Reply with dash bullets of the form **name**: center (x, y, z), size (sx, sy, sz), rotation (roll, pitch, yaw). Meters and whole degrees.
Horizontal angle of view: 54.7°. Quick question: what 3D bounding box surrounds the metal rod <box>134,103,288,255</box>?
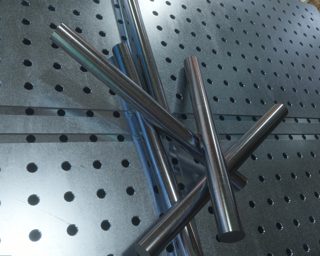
- **metal rod**: center (0.083, 0.047, 0.385), size (0.302, 0.025, 0.025), rotation (-36, 83, -35)

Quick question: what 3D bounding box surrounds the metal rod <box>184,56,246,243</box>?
- **metal rod**: center (0.059, -0.002, 0.397), size (0.025, 0.025, 0.300), rotation (17, 41, -19)

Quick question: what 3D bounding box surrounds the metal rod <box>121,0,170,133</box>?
- **metal rod**: center (-0.029, -0.130, 0.473), size (0.025, 0.025, 0.299), rotation (-1, 62, -29)

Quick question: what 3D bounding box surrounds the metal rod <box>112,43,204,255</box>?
- **metal rod**: center (-0.010, 0.016, 0.394), size (0.025, 0.025, 0.299), rotation (-6, 65, -31)

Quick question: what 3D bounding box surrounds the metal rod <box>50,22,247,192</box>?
- **metal rod**: center (-0.002, -0.016, 0.384), size (0.301, 0.025, 0.025), rotation (40, 50, -15)
